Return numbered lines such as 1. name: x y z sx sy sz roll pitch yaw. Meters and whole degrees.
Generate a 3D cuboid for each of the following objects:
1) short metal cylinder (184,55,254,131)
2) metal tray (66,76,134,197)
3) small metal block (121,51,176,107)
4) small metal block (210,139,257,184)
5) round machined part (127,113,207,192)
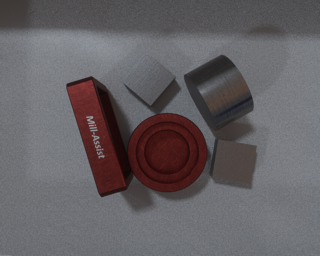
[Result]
1. short metal cylinder: 0.071 -0.043 0.383 0.050 0.080 0.080 -29 90 0
2. metal tray: -0.069 0.009 0.376 0.030 0.090 0.129 -17 90 0
3. small metal block: -0.015 -0.063 0.409 0.050 0.025 0.050 40 90 1
4. small metal block: 0.096 0.043 0.411 0.050 0.025 0.050 9 89 1
5. round machined part: 0.009 0.030 0.400 0.099 0.042 0.097 0 90 -1
